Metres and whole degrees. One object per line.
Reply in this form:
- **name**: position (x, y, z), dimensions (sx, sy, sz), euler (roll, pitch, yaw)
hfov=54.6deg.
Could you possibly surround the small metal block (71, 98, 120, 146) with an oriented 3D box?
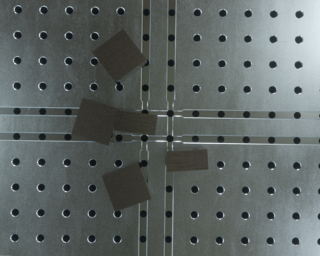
- **small metal block**: position (-0.083, -0.008, 0.413), dimensions (0.050, 0.025, 0.050), euler (17, 90, 0)

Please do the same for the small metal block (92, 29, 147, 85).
- **small metal block**: position (-0.052, -0.093, 0.413), dimensions (0.050, 0.025, 0.050), euler (-37, 90, 0)

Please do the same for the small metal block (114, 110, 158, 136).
- **small metal block**: position (-0.029, -0.007, 0.401), dimensions (0.050, 0.050, 0.025), euler (7, 90, 0)

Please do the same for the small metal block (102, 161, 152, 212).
- **small metal block**: position (-0.043, 0.077, 0.413), dimensions (0.050, 0.025, 0.050), euler (-20, 90, 0)

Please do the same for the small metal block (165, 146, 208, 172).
- **small metal block**: position (0.033, 0.039, 0.401), dimensions (0.050, 0.050, 0.025), euler (-3, 90, 0)
